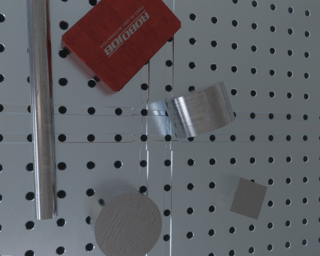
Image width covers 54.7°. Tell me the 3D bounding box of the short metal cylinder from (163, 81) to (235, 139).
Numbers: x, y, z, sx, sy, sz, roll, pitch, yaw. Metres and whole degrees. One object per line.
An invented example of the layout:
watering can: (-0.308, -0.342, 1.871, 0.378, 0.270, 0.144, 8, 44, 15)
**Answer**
short metal cylinder: (0.051, -0.024, 0.402, 0.081, 0.080, 0.050, -22, 98, -19)

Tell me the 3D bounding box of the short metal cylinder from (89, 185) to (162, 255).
short metal cylinder: (-0.044, 0.115, 0.383, 0.081, 0.050, 0.079, 0, 90, -20)

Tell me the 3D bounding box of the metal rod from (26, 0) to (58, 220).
metal rod: (-0.138, -0.045, 0.361, 0.025, 0.025, 0.298, -2, 91, -20)

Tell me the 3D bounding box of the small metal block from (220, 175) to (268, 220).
small metal block: (0.125, 0.102, 0.459, 0.050, 0.025, 0.050, 22, 83, -19)

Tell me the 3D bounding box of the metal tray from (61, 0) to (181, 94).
metal tray: (-0.047, -0.119, 0.392, 0.090, 0.030, 0.130, 45, 76, -15)
